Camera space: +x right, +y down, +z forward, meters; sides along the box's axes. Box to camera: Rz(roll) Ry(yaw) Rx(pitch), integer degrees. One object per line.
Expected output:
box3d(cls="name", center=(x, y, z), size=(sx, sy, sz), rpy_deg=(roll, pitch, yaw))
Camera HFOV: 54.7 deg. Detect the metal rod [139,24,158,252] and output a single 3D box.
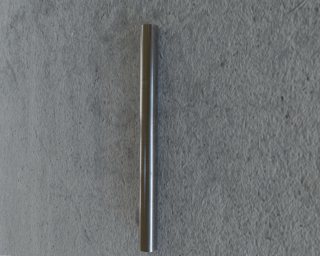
box3d(cls="metal rod", center=(-0.015, 0.013, 0.417), size=(0.025, 0.025, 0.298), rpy_deg=(0, 90, 39))
